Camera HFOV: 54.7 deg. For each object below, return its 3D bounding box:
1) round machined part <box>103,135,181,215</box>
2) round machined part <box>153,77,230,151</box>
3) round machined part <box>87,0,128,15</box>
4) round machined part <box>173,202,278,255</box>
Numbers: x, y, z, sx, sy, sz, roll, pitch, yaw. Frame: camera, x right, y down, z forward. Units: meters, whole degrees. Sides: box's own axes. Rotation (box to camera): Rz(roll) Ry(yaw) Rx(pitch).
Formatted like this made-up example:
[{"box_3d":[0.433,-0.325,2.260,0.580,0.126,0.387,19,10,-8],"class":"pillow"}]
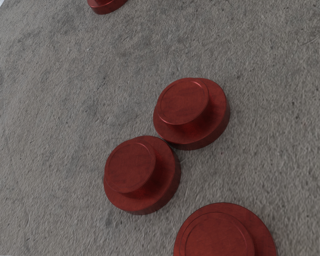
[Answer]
[{"box_3d":[-0.028,0.052,0.376,0.098,0.042,0.098,-13,56,21],"class":"round machined part"},{"box_3d":[0.035,-0.024,0.390,0.098,0.042,0.098,-13,56,21],"class":"round machined part"},{"box_3d":[-0.106,-0.279,0.620,0.098,0.042,0.098,-13,56,21],"class":"round machined part"},{"box_3d":[0.057,0.118,0.291,0.098,0.042,0.098,-13,56,21],"class":"round machined part"}]
